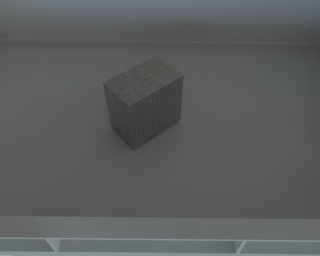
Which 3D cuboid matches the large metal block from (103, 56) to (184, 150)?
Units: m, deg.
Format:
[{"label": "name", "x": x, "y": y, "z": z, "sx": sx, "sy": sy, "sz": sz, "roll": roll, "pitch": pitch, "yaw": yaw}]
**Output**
[{"label": "large metal block", "x": -0.019, "y": -0.032, "z": 0.392, "sx": 0.081, "sy": 0.080, "sz": 0.050, "roll": -33, "pitch": 58, "yaw": -25}]
